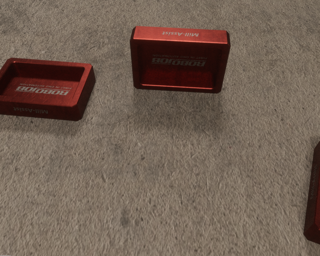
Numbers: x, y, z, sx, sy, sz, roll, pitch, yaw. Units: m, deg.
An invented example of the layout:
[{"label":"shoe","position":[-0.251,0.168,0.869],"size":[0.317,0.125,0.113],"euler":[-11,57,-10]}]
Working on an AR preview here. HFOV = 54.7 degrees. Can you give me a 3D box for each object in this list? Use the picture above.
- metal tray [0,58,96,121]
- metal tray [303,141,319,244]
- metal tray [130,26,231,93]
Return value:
[{"label":"metal tray","position":[-0.169,-0.058,0.446],"size":[0.131,0.030,0.090],"euler":[5,50,4]},{"label":"metal tray","position":[0.216,0.074,0.341],"size":[0.090,0.030,0.130],"euler":[18,52,14]},{"label":"metal tray","position":[0.027,-0.095,0.440],"size":[0.131,0.089,0.030],"euler":[4,50,2]}]
